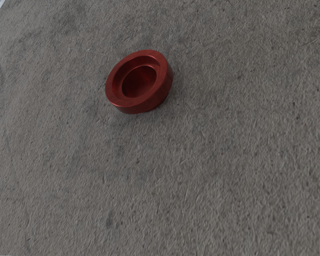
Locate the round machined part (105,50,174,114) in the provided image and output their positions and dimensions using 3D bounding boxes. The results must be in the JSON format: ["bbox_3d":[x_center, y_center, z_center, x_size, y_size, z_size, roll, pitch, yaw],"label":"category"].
[{"bbox_3d":[-0.026,-0.061,0.445,0.098,0.042,0.098,-13,56,21],"label":"round machined part"}]
